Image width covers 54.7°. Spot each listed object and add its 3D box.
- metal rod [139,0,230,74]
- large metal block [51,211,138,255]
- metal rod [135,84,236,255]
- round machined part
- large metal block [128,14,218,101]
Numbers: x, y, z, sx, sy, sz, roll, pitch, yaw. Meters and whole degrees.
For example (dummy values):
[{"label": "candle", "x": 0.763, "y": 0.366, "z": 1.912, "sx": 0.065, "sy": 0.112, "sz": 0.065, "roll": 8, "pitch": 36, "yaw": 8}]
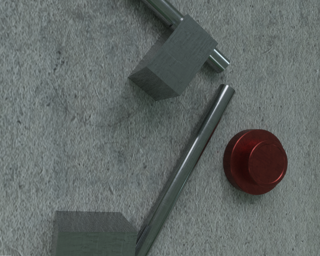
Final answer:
[{"label": "metal rod", "x": -0.021, "y": -0.178, "z": 0.401, "sx": 0.301, "sy": 0.025, "sz": 0.025, "roll": 39, "pitch": 78, "yaw": -16}, {"label": "large metal block", "x": -0.078, "y": 0.130, "z": 0.352, "sx": 0.081, "sy": 0.080, "sz": 0.050, "roll": 7, "pitch": 88, "yaw": -20}, {"label": "metal rod", "x": 0.024, "y": 0.071, "z": 0.419, "sx": 0.025, "sy": 0.025, "sz": 0.300, "roll": 33, "pitch": 79, "yaw": -17}, {"label": "round machined part", "x": 0.147, "y": 0.050, "z": 0.456, "sx": 0.099, "sy": 0.042, "sz": 0.097, "roll": 0, "pitch": 90, "yaw": -21}, {"label": "large metal block", "x": 0.013, "y": -0.083, "z": 0.386, "sx": 0.050, "sy": 0.080, "sz": 0.080, "roll": 39, "pitch": 77, "yaw": -16}]
